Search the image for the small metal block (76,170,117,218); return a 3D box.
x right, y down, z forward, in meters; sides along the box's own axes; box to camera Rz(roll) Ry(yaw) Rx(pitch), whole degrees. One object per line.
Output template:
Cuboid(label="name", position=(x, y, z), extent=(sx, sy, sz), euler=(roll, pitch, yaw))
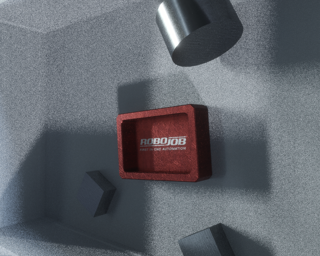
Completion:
Cuboid(label="small metal block", position=(-0.101, 0.103, 0.488), extent=(0.050, 0.025, 0.050), euler=(36, 112, 34))

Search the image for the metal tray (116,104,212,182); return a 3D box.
Cuboid(label="metal tray", position=(0.001, 0.021, 0.400), extent=(0.130, 0.030, 0.089), euler=(-5, 87, 39))

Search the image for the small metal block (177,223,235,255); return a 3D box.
Cuboid(label="small metal block", position=(0.055, 0.145, 0.360), extent=(0.050, 0.025, 0.050), euler=(-36, 68, 34))

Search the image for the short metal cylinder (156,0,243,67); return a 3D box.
Cuboid(label="short metal cylinder", position=(0.042, -0.110, 0.335), extent=(0.080, 0.081, 0.050), euler=(-32, 70, 35))
